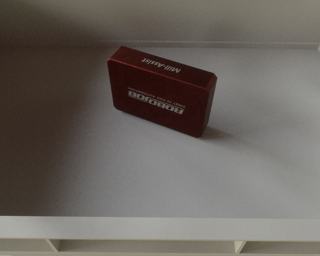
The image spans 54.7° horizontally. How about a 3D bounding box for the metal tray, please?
[{"bbox_3d":[0.001,-0.045,0.396,0.130,0.089,0.030,20,53,15],"label":"metal tray"}]
